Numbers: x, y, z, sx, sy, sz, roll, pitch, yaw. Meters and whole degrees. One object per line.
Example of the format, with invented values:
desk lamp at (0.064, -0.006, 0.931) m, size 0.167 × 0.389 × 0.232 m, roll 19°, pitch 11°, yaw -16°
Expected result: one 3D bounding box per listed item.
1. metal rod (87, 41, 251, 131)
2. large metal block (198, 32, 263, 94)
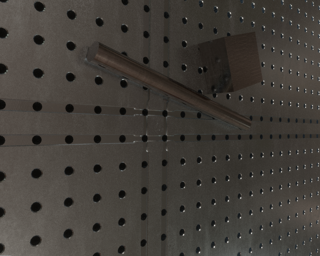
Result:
metal rod at (0.036, -0.046, 0.441) m, size 0.302 × 0.025 × 0.025 m, roll 20°, pitch 78°, yaw -39°
large metal block at (0.113, -0.103, 0.490) m, size 0.081 × 0.050 × 0.079 m, roll -22°, pitch 104°, yaw -38°
